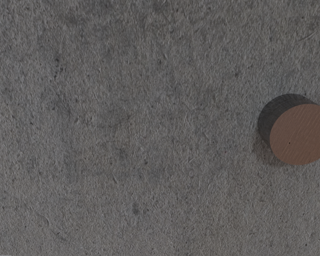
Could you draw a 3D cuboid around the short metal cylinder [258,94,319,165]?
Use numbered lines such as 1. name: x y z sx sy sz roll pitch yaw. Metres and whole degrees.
1. short metal cylinder: 0.173 0.001 0.398 0.081 0.050 0.079 0 110 0
